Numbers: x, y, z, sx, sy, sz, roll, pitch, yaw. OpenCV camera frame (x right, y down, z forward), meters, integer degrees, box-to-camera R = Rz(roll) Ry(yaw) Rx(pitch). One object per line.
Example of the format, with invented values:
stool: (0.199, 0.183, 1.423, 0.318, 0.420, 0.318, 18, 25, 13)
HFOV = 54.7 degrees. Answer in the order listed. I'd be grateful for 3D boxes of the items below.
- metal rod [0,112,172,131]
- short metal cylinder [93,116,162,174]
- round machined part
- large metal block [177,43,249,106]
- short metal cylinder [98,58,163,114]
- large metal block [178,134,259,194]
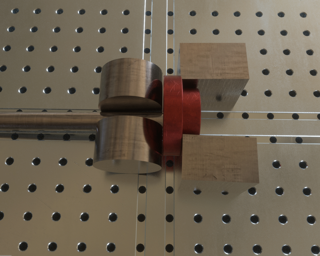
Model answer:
metal rod: (-0.120, -0.009, 0.402, 0.302, 0.025, 0.025, 0, 70, 4)
short metal cylinder: (-0.038, 0.023, 0.373, 0.080, 0.080, 0.050, 1, 71, 0)
round machined part: (0.025, -0.015, 0.378, 0.042, 0.098, 0.098, 1, 70, 0)
large metal block: (0.065, -0.067, 0.408, 0.081, 0.080, 0.050, 0, 70, 0)
short metal cylinder: (-0.037, -0.047, 0.400, 0.080, 0.080, 0.050, 1, 71, 0)
large metal block: (0.064, 0.045, 0.367, 0.080, 0.080, 0.050, 3, 70, 1)
